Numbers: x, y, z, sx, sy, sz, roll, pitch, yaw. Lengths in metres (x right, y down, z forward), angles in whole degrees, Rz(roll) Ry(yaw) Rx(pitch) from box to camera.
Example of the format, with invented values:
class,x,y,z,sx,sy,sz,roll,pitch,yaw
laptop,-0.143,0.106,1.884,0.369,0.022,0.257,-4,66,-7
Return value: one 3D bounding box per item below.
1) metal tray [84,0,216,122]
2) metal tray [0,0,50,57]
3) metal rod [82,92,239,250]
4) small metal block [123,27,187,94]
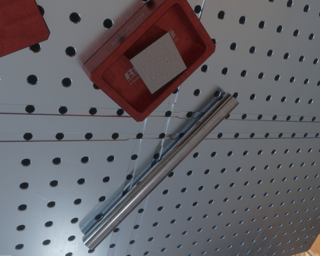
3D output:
class,x,y,z,sx,sy,sz,roll,pitch,yaw
metal tray,-0.009,-0.080,0.354,0.130,0.030,0.090,-44,130,2
metal tray,-0.159,-0.120,0.247,0.091,0.030,0.129,-26,128,-13
metal rod,-0.001,0.064,0.451,0.300,0.025,0.025,-46,130,3
small metal block,-0.006,-0.075,0.346,0.050,0.025,0.050,-37,130,-4
